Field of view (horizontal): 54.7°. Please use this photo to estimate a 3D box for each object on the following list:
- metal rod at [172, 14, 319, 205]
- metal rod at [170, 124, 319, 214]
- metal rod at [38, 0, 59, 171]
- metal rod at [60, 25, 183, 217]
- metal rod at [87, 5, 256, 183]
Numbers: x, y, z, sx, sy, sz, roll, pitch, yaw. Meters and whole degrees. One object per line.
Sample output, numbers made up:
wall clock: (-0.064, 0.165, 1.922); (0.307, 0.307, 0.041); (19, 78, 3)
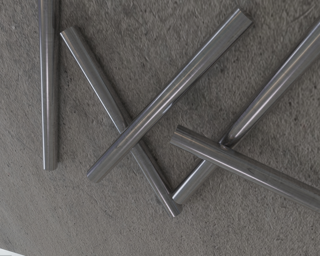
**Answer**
metal rod: (0.090, 0.003, 0.360); (0.025, 0.025, 0.298); (36, 129, 4)
metal rod: (0.152, 0.071, 0.349); (0.301, 0.025, 0.025); (25, 128, 4)
metal rod: (-0.165, -0.049, 0.463); (0.025, 0.025, 0.298); (24, 127, 13)
metal rod: (-0.046, 0.002, 0.431); (0.025, 0.025, 0.299); (-17, 110, 35)
metal rod: (-0.007, -0.019, 0.375); (0.025, 0.025, 0.299); (44, 122, -2)
